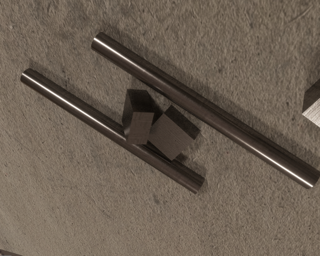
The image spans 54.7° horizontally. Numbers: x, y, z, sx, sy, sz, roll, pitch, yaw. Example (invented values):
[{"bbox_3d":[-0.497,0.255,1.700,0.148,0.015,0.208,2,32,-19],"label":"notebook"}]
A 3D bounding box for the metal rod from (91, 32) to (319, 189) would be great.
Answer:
[{"bbox_3d":[0.049,-0.024,0.365,0.301,0.025,0.025,34,129,5],"label":"metal rod"}]

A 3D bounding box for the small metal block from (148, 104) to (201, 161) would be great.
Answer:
[{"bbox_3d":[0.015,0.007,0.402,0.050,0.025,0.050,42,129,-1],"label":"small metal block"}]

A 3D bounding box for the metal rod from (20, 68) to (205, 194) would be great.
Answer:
[{"bbox_3d":[-0.071,0.002,0.443,0.301,0.025,0.025,32,128,6],"label":"metal rod"}]

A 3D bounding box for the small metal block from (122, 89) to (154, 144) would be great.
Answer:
[{"bbox_3d":[-0.029,-0.014,0.393,0.025,0.050,0.050,1,128,-18],"label":"small metal block"}]

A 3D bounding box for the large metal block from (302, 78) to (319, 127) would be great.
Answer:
[{"bbox_3d":[0.190,-0.026,0.275,0.080,0.050,0.080,37,129,2],"label":"large metal block"}]
